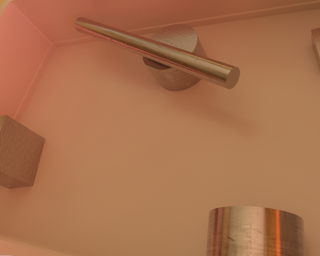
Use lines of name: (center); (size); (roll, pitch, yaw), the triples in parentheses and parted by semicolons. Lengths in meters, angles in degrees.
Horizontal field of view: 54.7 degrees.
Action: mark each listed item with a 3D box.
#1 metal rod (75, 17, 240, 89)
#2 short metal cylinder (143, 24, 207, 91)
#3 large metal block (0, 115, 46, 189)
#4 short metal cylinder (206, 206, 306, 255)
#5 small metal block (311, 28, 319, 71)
metal rod: (-0.026, -0.112, 0.422); (0.300, 0.025, 0.025); (29, 78, 37)
short metal cylinder: (0.023, -0.099, 0.437); (0.080, 0.050, 0.080); (-13, 56, 20)
large metal block: (-0.229, 0.038, 0.464); (0.050, 0.080, 0.080); (-11, 57, 22)
short metal cylinder: (0.081, 0.102, 0.265); (0.080, 0.080, 0.050); (-5, 60, 25)
small metal block: (0.207, -0.094, 0.355); (0.050, 0.025, 0.050); (-12, 57, 21)
